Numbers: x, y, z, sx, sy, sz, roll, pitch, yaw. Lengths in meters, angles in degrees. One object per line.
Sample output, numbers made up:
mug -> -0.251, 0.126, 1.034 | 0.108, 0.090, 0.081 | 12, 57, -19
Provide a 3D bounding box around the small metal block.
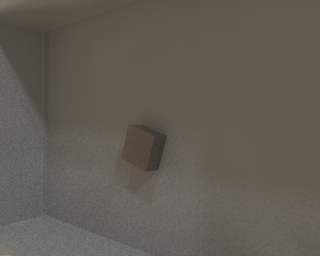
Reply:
small metal block -> -0.023, 0.026, 0.427 | 0.050, 0.025, 0.050 | 22, 104, 38
